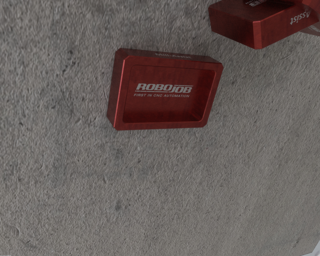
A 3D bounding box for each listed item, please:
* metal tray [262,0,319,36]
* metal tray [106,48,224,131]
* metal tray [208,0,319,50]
[{"bbox_3d":[0.169,-0.137,0.353,0.131,0.090,0.030,10,109,-37],"label":"metal tray"},{"bbox_3d":[0.007,-0.045,0.379,0.131,0.030,0.089,-2,119,-28],"label":"metal tray"},{"bbox_3d":[0.133,-0.138,0.351,0.131,0.090,0.030,-27,128,-12],"label":"metal tray"}]
